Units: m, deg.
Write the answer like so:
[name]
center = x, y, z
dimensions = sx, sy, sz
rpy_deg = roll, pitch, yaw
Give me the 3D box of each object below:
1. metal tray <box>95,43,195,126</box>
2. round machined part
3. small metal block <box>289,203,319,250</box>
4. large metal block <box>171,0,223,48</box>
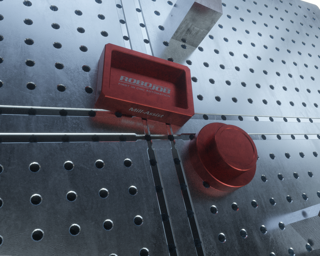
[metal tray]
center = -0.019, -0.059, 0.430
dimensions = 0.131, 0.030, 0.090
rpy_deg = 12, 57, -22
[round machined part]
center = 0.094, 0.034, 0.427
dimensions = 0.099, 0.042, 0.098
rpy_deg = 14, 56, -21
[small metal block]
center = 0.219, 0.136, 0.427
dimensions = 0.050, 0.050, 0.025
rpy_deg = 46, 51, 3
[large metal block]
center = 0.060, -0.199, 0.527
dimensions = 0.050, 0.080, 0.080
rpy_deg = 16, 55, -19
